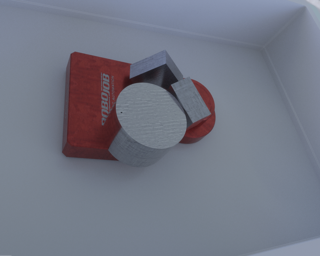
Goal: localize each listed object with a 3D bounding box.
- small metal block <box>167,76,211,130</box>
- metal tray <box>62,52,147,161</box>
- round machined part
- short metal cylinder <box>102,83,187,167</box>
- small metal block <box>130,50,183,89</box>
[{"bbox_3d":[0.030,-0.026,0.371,0.025,0.050,0.050,-27,83,-18],"label":"small metal block"},{"bbox_3d":[-0.068,-0.027,0.378,0.091,0.030,0.130,8,58,-25],"label":"metal tray"},{"bbox_3d":[0.037,-0.031,0.432,0.099,0.042,0.098,14,56,-21],"label":"round machined part"},{"bbox_3d":[-0.018,-0.003,0.342,0.081,0.050,0.080,14,56,-21],"label":"short metal cylinder"},{"bbox_3d":[-0.003,-0.065,0.394,0.050,0.050,0.025,47,32,-46],"label":"small metal block"}]
